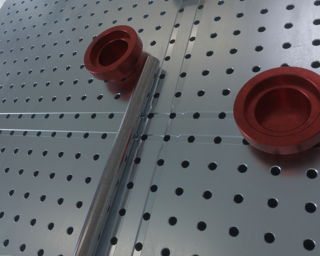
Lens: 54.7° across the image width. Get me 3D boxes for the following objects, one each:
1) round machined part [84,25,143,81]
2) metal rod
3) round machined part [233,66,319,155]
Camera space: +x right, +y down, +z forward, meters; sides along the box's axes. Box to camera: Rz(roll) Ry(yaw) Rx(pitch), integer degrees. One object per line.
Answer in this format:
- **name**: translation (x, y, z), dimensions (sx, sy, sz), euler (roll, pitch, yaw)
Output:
- **round machined part**: translation (-0.071, -0.117, 0.506), dimensions (0.098, 0.042, 0.098), euler (-13, 56, 21)
- **metal rod**: translation (-0.052, 0.028, 0.418), dimensions (0.025, 0.025, 0.300), euler (3, 63, 29)
- **round machined part**: translation (0.134, -0.015, 0.337), dimensions (0.098, 0.042, 0.098), euler (-13, 56, 21)
